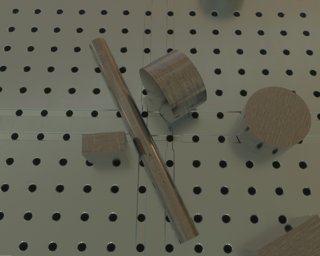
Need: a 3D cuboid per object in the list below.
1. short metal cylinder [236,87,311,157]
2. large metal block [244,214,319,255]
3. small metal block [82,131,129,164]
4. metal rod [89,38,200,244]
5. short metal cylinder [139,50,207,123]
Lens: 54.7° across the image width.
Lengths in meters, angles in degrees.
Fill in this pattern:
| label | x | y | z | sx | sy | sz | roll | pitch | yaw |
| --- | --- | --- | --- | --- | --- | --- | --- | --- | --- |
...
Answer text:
| label | x | y | z | sx | sy | sz | roll | pitch | yaw |
| --- | --- | --- | --- | --- | --- | --- | --- | --- | --- |
| short metal cylinder | 0.144 | -0.007 | 0.402 | 0.081 | 0.050 | 0.080 | 0 | 70 | 0 |
| large metal block | 0.155 | 0.153 | 0.343 | 0.080 | 0.050 | 0.080 | -27 | 72 | -9 |
| small metal block | -0.067 | 0.026 | 0.388 | 0.050 | 0.050 | 0.025 | -4 | 70 | -2 |
| metal rod | -0.028 | 0.003 | 0.410 | 0.025 | 0.025 | 0.299 | -24 | 72 | -8 |
| short metal cylinder | 0.016 | -0.054 | 0.402 | 0.050 | 0.080 | 0.080 | -32 | 73 | -11 |
